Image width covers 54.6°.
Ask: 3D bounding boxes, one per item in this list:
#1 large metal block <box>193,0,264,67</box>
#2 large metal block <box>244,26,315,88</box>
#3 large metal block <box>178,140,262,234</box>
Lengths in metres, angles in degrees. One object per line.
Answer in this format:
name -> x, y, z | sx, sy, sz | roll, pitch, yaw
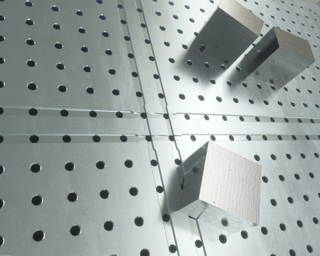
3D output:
large metal block -> 0.118, -0.167, 0.537 | 0.080, 0.080, 0.050 | 34, 52, -6
large metal block -> 0.215, -0.127, 0.565 | 0.081, 0.080, 0.050 | 13, 56, -21
large metal block -> 0.076, 0.075, 0.387 | 0.080, 0.050, 0.080 | 26, 53, -12
